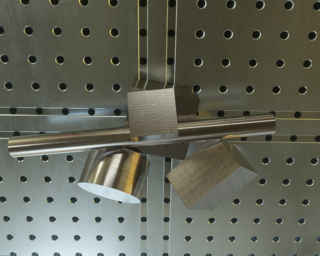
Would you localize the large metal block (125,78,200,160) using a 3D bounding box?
[{"bbox_3d":[-0.001,-0.012,0.392,0.081,0.050,0.079,10,110,-4],"label":"large metal block"}]

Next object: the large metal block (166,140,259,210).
[{"bbox_3d":[0.069,0.060,0.396,0.080,0.050,0.080,-43,149,14],"label":"large metal block"}]

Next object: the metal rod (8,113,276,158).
[{"bbox_3d":[-0.022,0.009,0.359,0.302,0.025,0.025,-5,110,2],"label":"metal rod"}]

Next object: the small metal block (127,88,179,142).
[{"bbox_3d":[-0.007,-0.013,0.338,0.050,0.025,0.050,-5,75,2],"label":"small metal block"}]

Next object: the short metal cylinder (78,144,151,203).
[{"bbox_3d":[-0.057,0.060,0.395,0.080,0.080,0.050,18,66,-7],"label":"short metal cylinder"}]
